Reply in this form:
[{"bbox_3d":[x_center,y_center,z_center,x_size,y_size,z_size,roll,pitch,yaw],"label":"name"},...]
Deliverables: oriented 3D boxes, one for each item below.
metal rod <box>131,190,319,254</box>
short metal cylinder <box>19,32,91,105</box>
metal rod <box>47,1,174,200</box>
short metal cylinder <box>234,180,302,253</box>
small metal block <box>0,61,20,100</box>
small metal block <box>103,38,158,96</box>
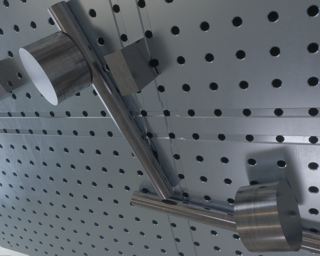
[{"bbox_3d":[0.096,0.132,0.442,0.301,0.025,0.025,8,122,24],"label":"metal rod"},{"bbox_3d":[-0.134,-0.076,0.400,0.080,0.050,0.080,38,150,28],"label":"short metal cylinder"},{"bbox_3d":[-0.059,-0.026,0.426,0.025,0.025,0.299,-18,110,35],"label":"metal rod"},{"bbox_3d":[0.131,0.106,0.372,0.050,0.080,0.080,-18,109,35],"label":"short metal cylinder"},{"bbox_3d":[-0.267,-0.074,0.507,0.050,0.025,0.050,-23,106,36],"label":"small metal block"},{"bbox_3d":[-0.033,-0.073,0.367,0.025,0.050,0.050,-11,113,33],"label":"small metal block"}]
